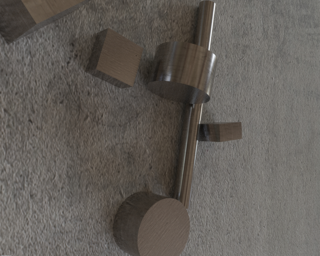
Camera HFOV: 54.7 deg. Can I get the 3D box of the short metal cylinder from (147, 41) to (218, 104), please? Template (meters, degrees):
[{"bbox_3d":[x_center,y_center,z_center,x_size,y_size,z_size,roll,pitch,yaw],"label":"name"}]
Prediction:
[{"bbox_3d":[0.029,-0.067,0.392,0.080,0.080,0.050,21,77,-38],"label":"short metal cylinder"}]

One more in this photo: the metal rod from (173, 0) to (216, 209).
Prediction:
[{"bbox_3d":[0.050,-0.038,0.445,0.025,0.025,0.298,14,81,-39],"label":"metal rod"}]

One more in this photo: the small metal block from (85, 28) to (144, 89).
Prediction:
[{"bbox_3d":[-0.052,-0.079,0.361,0.050,0.025,0.050,23,76,-38],"label":"small metal block"}]

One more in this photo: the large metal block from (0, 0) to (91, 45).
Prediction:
[{"bbox_3d":[-0.107,-0.124,0.279,0.080,0.080,0.050,-43,117,-31],"label":"large metal block"}]

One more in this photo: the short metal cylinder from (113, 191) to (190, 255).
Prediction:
[{"bbox_3d":[-0.010,0.122,0.381,0.081,0.050,0.080,0,90,-40],"label":"short metal cylinder"}]

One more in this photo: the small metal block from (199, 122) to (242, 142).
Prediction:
[{"bbox_3d":[0.085,0.005,0.460,0.050,0.050,0.025,-5,94,-40],"label":"small metal block"}]
